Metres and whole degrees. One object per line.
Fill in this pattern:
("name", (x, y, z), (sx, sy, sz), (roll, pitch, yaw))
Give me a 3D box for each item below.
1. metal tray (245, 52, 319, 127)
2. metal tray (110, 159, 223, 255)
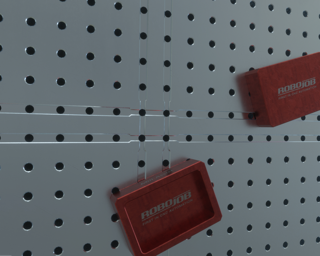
("metal tray", (0.205, -0.061, 0.488), (0.131, 0.030, 0.089), (-18, 96, -20))
("metal tray", (0.011, 0.107, 0.415), (0.131, 0.030, 0.090), (-22, 98, -19))
